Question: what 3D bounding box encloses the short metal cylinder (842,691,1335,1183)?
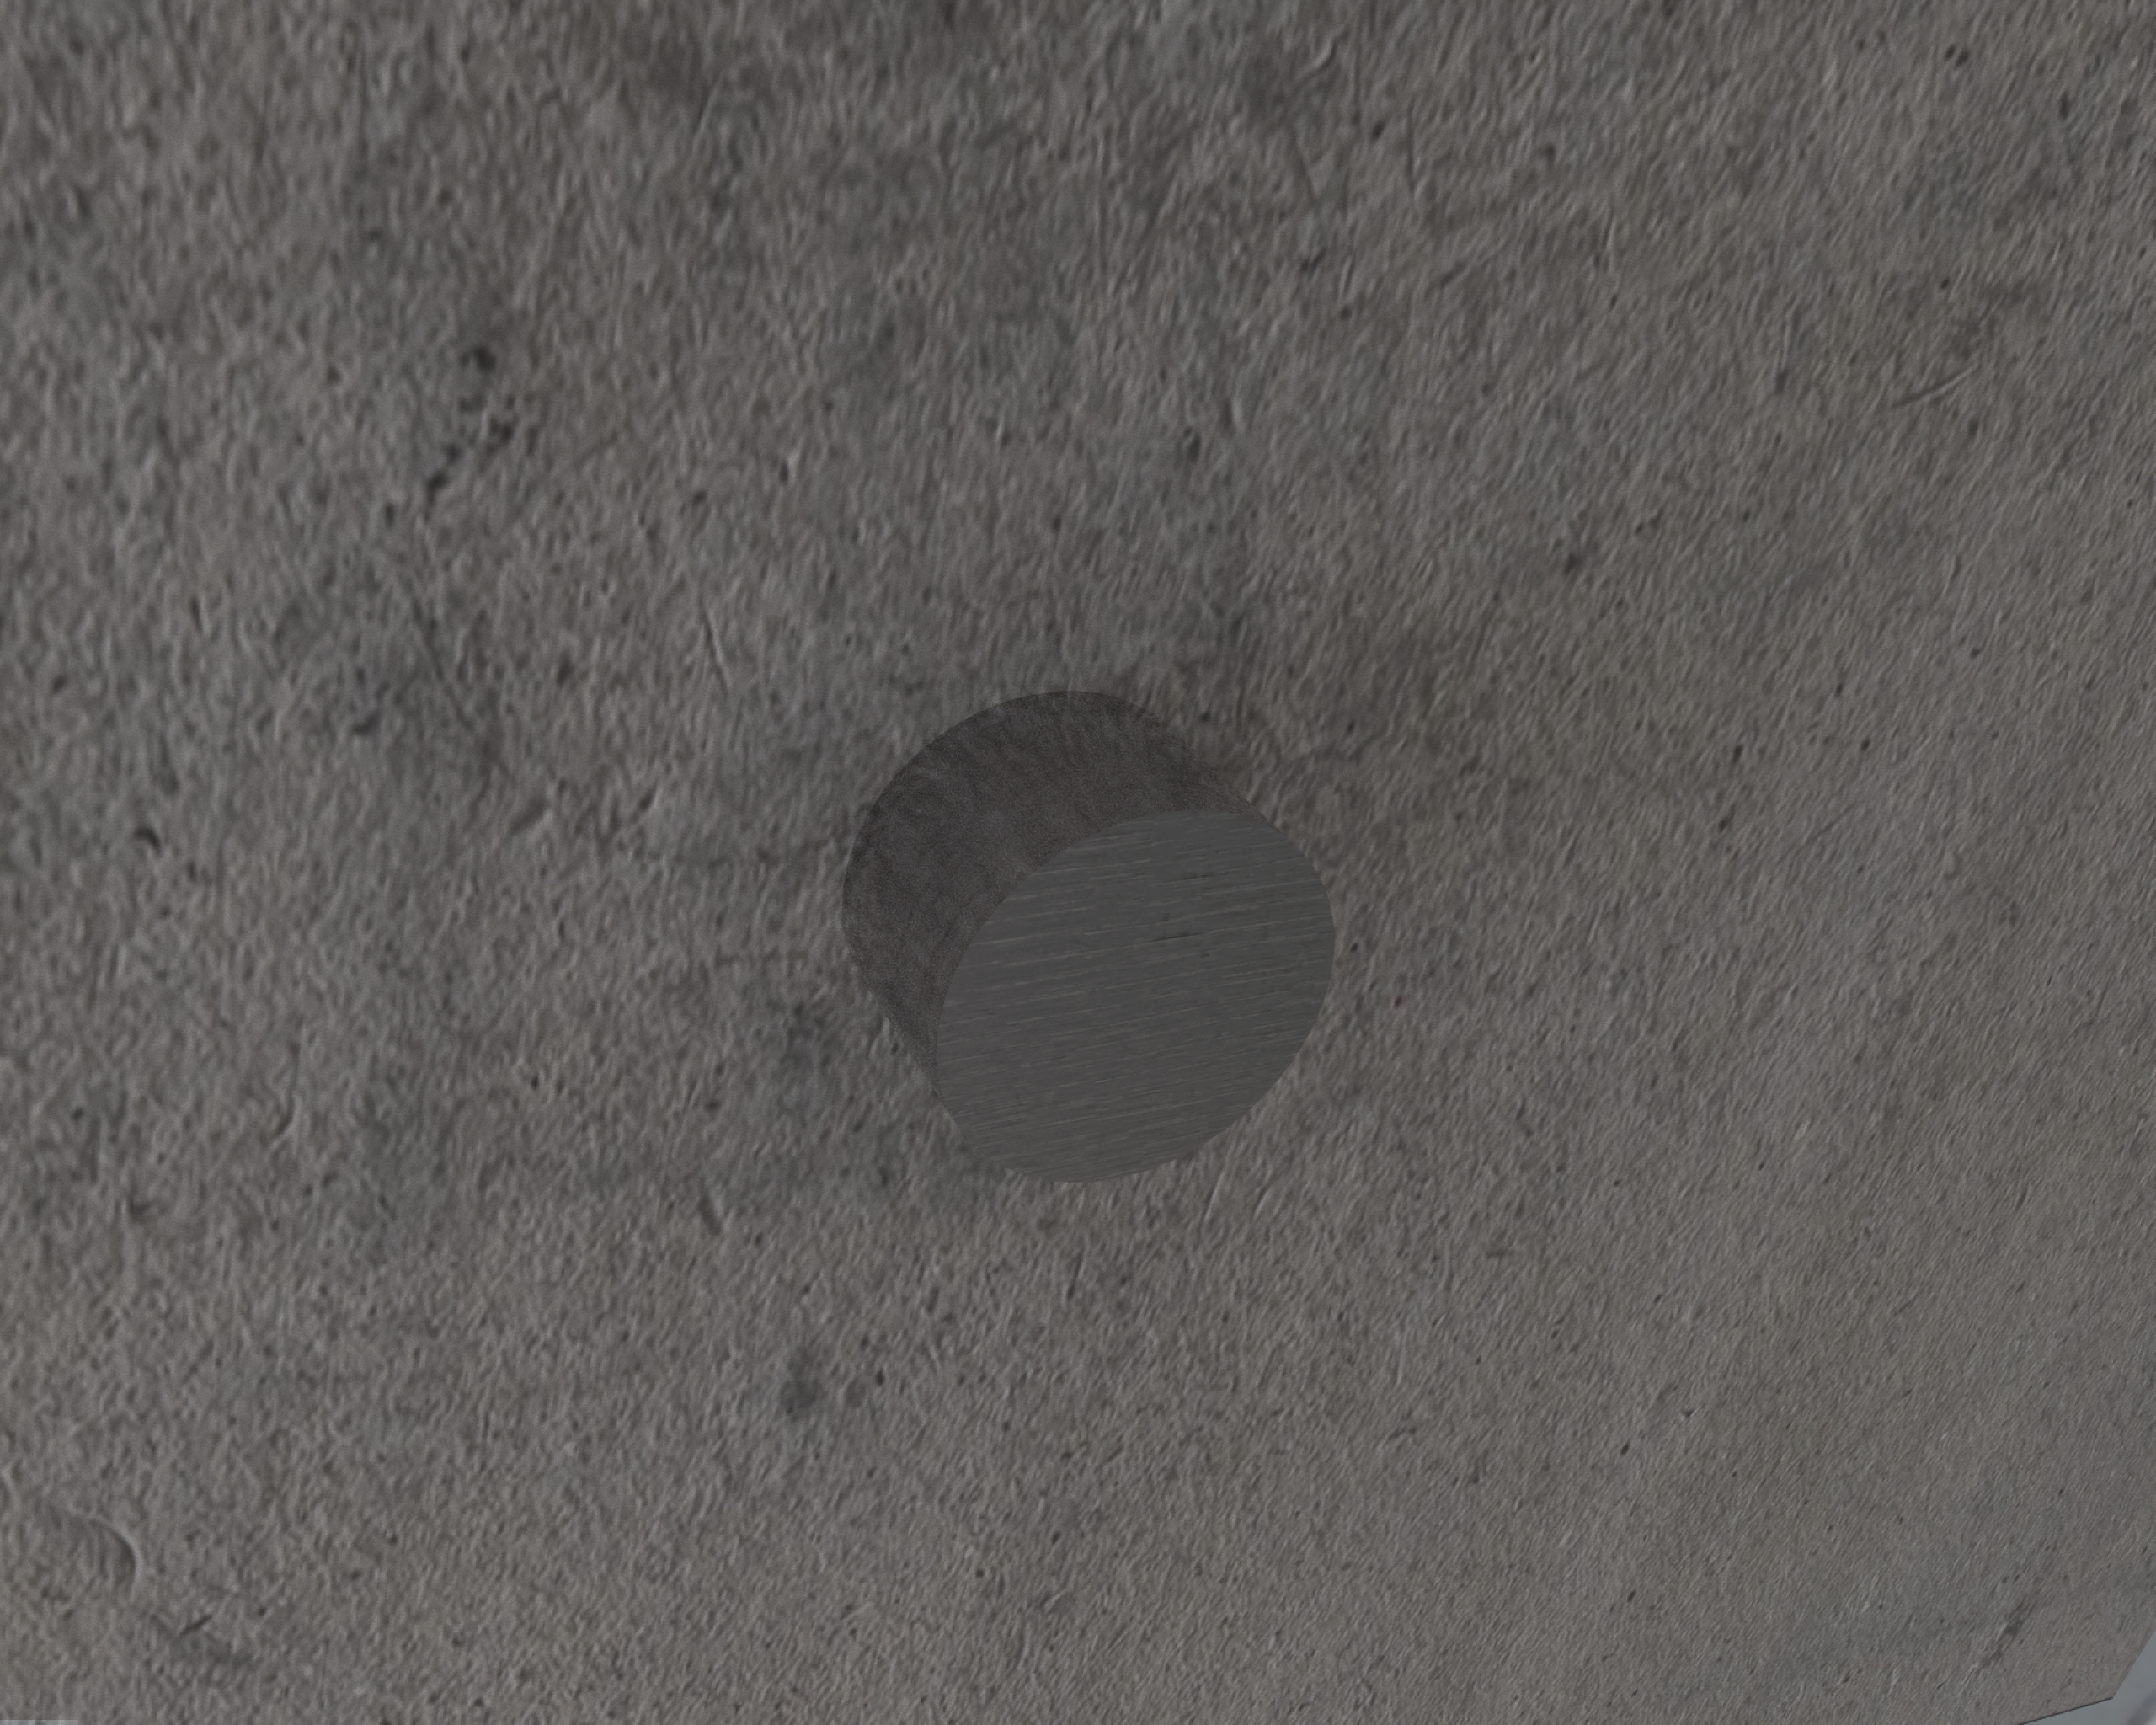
[{"bbox_3d":[0.001,0.014,0.399,0.081,0.050,0.080,-14,124,-21],"label":"short metal cylinder"}]
